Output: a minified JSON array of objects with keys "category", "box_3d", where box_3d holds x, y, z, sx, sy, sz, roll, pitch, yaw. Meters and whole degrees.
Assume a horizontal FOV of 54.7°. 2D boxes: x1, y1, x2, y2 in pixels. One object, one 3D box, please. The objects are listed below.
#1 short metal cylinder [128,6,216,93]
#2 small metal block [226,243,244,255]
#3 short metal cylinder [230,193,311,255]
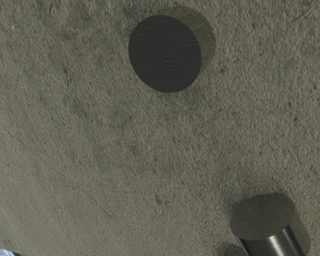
[{"category":"short metal cylinder","box_3d":[0.014,-0.084,0.331,0.080,0.050,0.079,13,124,21]},{"category":"small metal block","box_3d":[0.124,0.211,0.472,0.050,0.025,0.050,20,126,16]},{"category":"short metal cylinder","box_3d":[0.134,0.126,0.379,0.080,0.080,0.050,-19,108,35]}]
